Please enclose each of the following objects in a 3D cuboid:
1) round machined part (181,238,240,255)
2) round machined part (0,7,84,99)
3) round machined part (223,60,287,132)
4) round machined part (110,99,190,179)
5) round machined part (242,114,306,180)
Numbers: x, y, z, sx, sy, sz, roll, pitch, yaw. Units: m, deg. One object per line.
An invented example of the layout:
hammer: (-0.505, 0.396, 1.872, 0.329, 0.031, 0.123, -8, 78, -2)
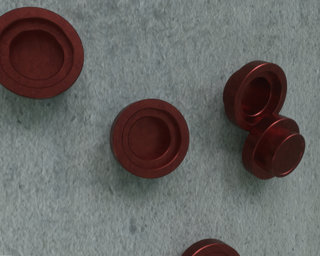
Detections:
round machined part: (0.063, 0.201, 0.425, 0.099, 0.042, 0.097, 0, 90, -21)
round machined part: (-0.138, -0.080, 0.349, 0.099, 0.042, 0.097, 0, 90, -21)
round machined part: (0.128, -0.047, 0.437, 0.099, 0.042, 0.097, -13, 117, -27)
round machined part: (-0.016, 0.013, 0.395, 0.099, 0.042, 0.097, 0, 90, -21)
round machined part: (0.169, 0.032, 0.445, 0.099, 0.042, 0.097, -14, 118, -28)
